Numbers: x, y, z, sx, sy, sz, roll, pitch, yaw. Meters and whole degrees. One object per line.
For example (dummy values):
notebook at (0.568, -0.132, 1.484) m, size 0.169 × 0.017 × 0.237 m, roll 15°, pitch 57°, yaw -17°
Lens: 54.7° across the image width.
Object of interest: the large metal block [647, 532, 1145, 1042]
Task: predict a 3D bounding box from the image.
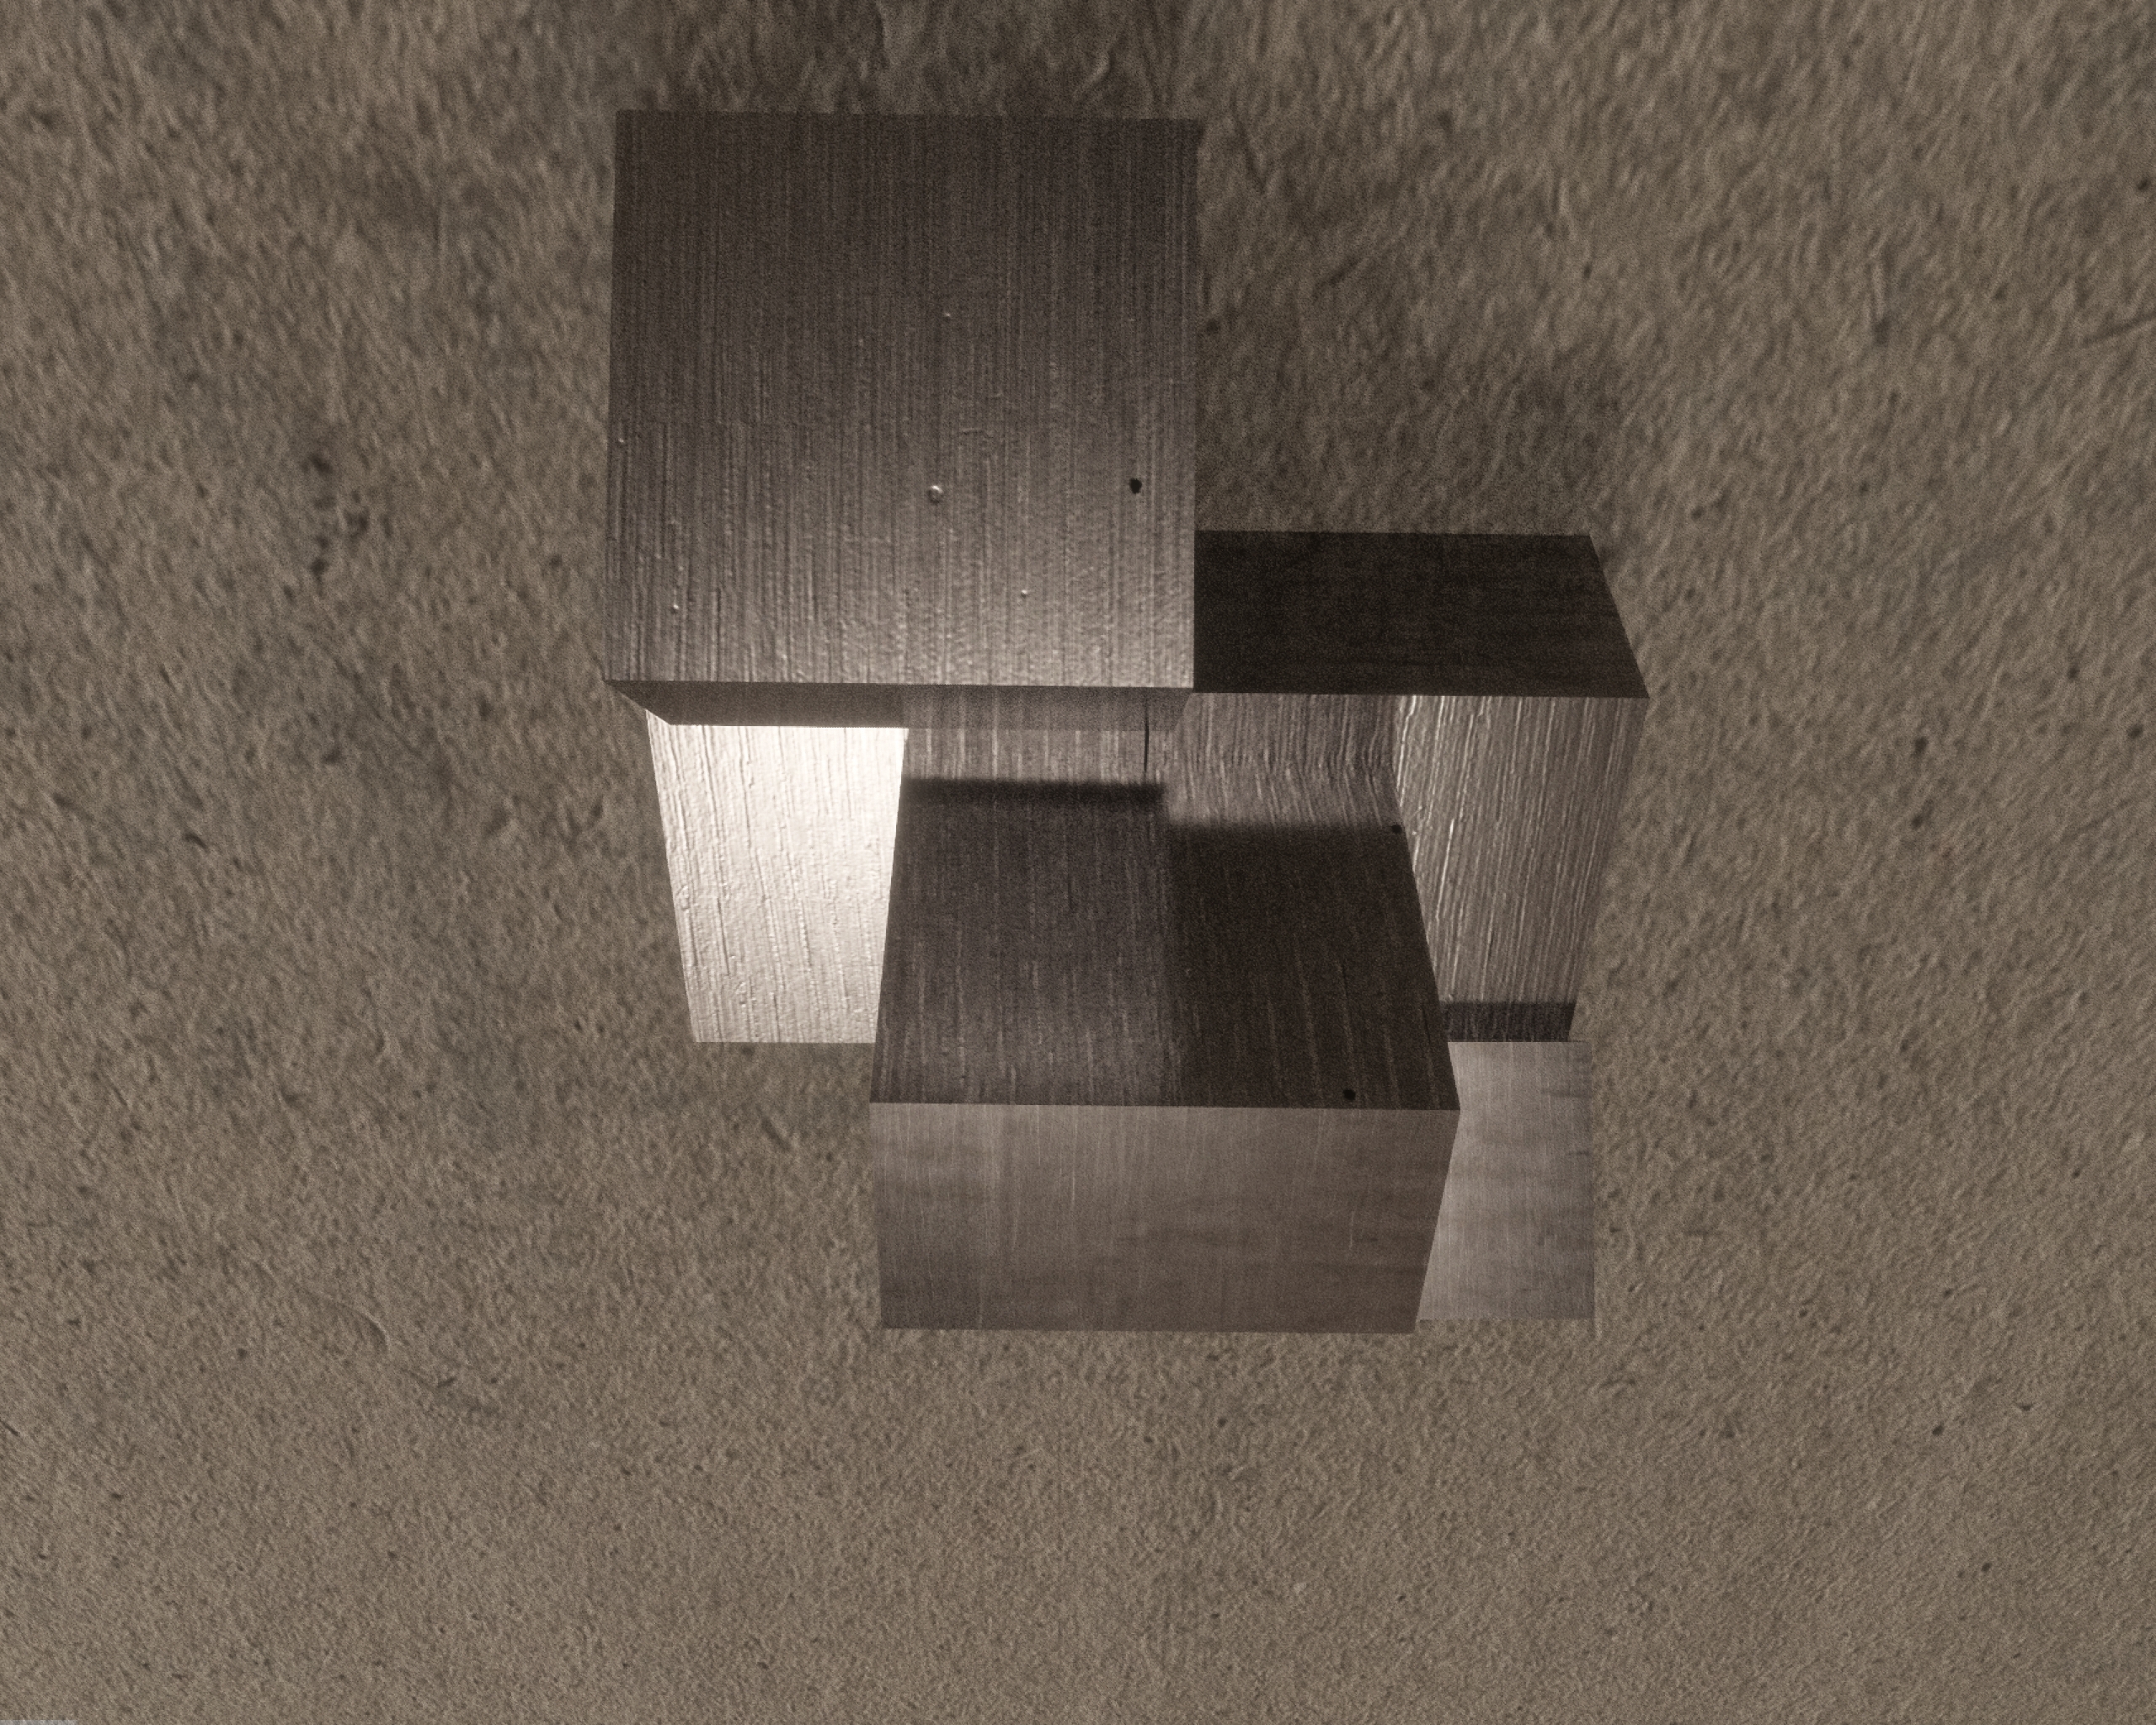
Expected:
large metal block at (-0.030, -0.013, 0.379) m, size 0.081 × 0.050 × 0.079 m, roll 1°, pitch 130°, yaw -1°

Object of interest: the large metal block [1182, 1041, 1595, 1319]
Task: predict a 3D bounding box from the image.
large metal block at (0.052, 0.060, 0.416) m, size 0.081 × 0.080 × 0.050 m, roll 0°, pitch 86°, yaw -1°

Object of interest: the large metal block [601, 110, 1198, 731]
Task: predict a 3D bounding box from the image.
large metal block at (-0.024, -0.063, 0.311) m, size 0.081 × 0.050 × 0.080 m, roll 1°, pitch 86°, yaw -1°

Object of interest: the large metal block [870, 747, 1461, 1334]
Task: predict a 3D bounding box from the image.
large metal block at (0.011, 0.026, 0.330) m, size 0.081 × 0.080 × 0.050 m, roll 1°, pitch 130°, yaw -1°

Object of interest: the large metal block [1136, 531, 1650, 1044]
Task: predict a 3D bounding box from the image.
large metal block at (0.051, -0.013, 0.380) m, size 0.081 × 0.050 × 0.079 m, roll 1°, pitch 130°, yaw -1°
